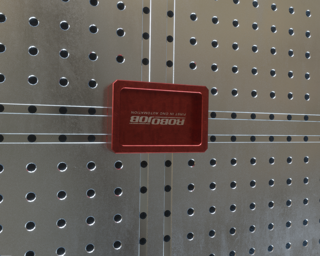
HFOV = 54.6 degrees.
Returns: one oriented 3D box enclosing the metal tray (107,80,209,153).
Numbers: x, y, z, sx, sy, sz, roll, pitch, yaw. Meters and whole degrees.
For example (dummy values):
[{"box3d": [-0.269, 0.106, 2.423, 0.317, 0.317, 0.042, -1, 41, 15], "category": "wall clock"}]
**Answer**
[{"box3d": [-0.001, -0.013, 0.409, 0.131, 0.030, 0.090, 1, 90, -20], "category": "metal tray"}]
